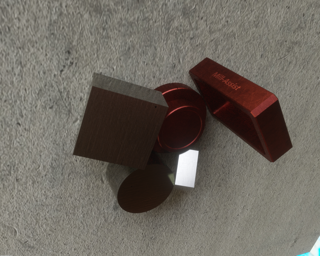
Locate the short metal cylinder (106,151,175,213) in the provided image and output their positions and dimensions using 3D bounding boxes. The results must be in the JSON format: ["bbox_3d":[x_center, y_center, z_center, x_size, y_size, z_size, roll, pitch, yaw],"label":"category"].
[{"bbox_3d":[-0.027,0.068,0.421,0.081,0.050,0.079,-14,125,-21],"label":"short metal cylinder"}]

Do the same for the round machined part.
[{"bbox_3d":[0.020,-0.007,0.406,0.099,0.042,0.097,-14,125,-21],"label":"round machined part"}]

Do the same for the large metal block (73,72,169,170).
[{"bbox_3d":[-0.046,-0.007,0.348,0.081,0.050,0.079,15,112,-16],"label":"large metal block"}]

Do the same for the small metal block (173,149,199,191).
[{"bbox_3d":[0.035,0.060,0.436,0.025,0.050,0.050,9,162,1],"label":"small metal block"}]

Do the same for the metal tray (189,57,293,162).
[{"bbox_3d":[0.094,-0.025,0.377,0.030,0.130,0.090,-38,130,-3],"label":"metal tray"}]
